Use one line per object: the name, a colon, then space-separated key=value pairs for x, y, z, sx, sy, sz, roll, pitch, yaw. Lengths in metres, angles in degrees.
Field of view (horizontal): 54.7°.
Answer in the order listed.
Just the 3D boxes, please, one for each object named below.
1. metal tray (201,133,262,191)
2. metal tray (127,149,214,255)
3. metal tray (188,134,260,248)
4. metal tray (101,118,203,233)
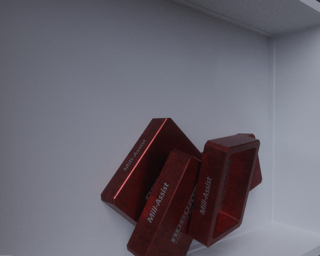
metal tray: x=0.112 y=0.069 z=0.500 sx=0.131 sy=0.030 sz=0.089 roll=-21 pitch=104 yaw=-38
metal tray: x=0.022 y=0.101 z=0.388 sx=0.090 sy=0.030 sz=0.130 roll=34 pitch=79 yaw=-50
metal tray: x=0.084 y=0.077 z=0.401 sx=0.091 sy=0.030 sz=0.129 roll=-6 pitch=110 yaw=-48
metal tray: x=-0.004 y=0.062 z=0.402 sx=0.090 sy=0.030 sz=0.130 roll=48 pitch=61 yaw=-29
